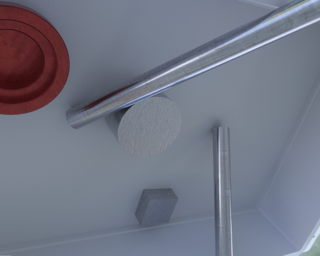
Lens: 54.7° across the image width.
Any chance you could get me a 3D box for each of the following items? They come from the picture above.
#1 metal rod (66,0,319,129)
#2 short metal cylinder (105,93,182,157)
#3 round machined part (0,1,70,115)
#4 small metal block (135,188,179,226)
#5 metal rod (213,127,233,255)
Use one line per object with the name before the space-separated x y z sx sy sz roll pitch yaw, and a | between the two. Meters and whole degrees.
metal rod | 0.031 -0.061 0.296 0.300 0.025 0.025 -22 134 22
short metal cylinder | -0.021 -0.011 0.375 0.081 0.050 0.079 -14 125 -21
round machined part | -0.137 -0.064 0.283 0.099 0.042 0.097 -14 125 -21
small metal block | -0.006 0.123 0.483 0.050 0.025 0.050 5 116 -31
metal rod | 0.092 0.148 0.449 0.025 0.025 0.298 3 83 -30
